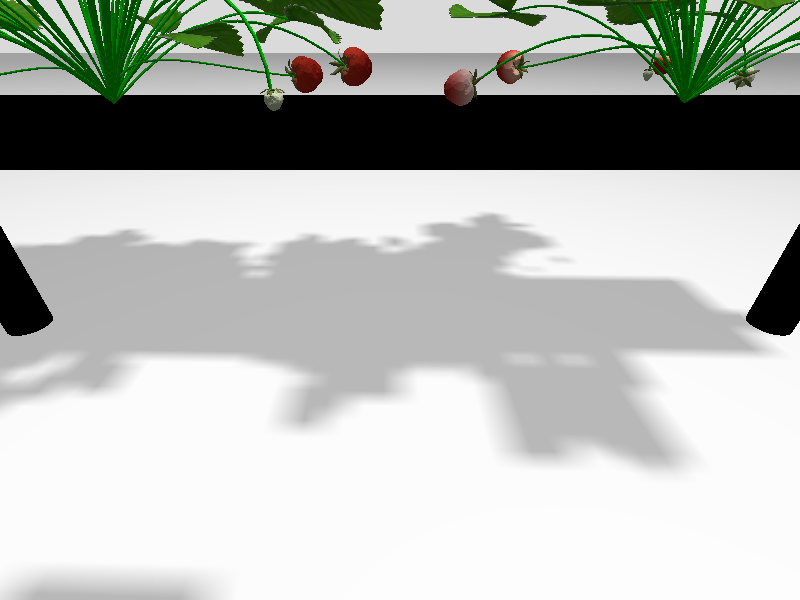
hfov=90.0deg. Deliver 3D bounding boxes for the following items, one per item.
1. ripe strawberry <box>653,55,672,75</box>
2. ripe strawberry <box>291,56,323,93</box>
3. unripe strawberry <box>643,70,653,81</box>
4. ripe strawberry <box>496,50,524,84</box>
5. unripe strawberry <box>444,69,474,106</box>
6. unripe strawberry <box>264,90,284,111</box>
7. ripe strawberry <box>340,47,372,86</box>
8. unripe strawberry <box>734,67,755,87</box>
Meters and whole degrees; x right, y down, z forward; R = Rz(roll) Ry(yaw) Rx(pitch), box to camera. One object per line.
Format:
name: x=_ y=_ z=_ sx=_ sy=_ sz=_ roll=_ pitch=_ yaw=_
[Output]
ripe strawberry: x=0.339 y=-0.302 z=0.515 sx=0.024 sy=0.022 sz=0.022 roll=14 pitch=35 yaw=21
ripe strawberry: x=-0.084 y=-0.207 z=0.367 sx=0.028 sy=0.030 sz=0.026 roll=-15 pitch=36 yaw=-22
unripe strawberry: x=0.297 y=-0.269 z=0.480 sx=0.010 sy=0.011 sz=0.011 roll=11 pitch=35 yaw=17
ripe strawberry: x=0.126 y=-0.271 z=0.466 sx=0.032 sy=0.034 sz=0.035 roll=-16 pitch=36 yaw=-23
unripe strawberry: x=0.043 y=-0.155 z=0.294 sx=0.022 sy=0.023 sz=0.020 roll=-13 pitch=33 yaw=1
unripe strawberry: x=-0.069 y=-0.109 z=0.218 sx=0.010 sy=0.010 sz=0.011 roll=20 pitch=38 yaw=28
ripe strawberry: x=-0.044 y=-0.241 z=0.414 sx=0.034 sy=0.035 sz=0.031 roll=-12 pitch=34 yaw=-35
unripe strawberry: x=0.356 y=-0.230 z=0.413 sx=0.018 sy=0.018 sz=0.016 roll=-17 pitch=36 yaw=-41
